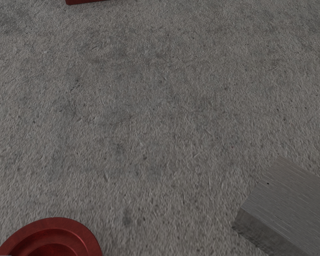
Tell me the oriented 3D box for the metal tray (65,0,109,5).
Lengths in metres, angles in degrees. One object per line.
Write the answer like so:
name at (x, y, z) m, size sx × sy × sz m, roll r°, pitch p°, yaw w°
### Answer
metal tray at (-0.138, -0.303, 0.652) m, size 0.131 × 0.030 × 0.090 m, roll -12°, pitch 51°, yaw -10°

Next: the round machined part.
round machined part at (-0.098, 0.135, 0.278) m, size 0.099 × 0.042 × 0.098 m, roll 0°, pitch 50°, yaw 0°

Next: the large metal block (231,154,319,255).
large metal block at (0.133, 0.087, 0.314) m, size 0.080 × 0.050 × 0.080 m, roll 33°, pitch 57°, yaw 24°
